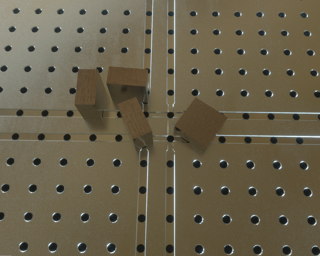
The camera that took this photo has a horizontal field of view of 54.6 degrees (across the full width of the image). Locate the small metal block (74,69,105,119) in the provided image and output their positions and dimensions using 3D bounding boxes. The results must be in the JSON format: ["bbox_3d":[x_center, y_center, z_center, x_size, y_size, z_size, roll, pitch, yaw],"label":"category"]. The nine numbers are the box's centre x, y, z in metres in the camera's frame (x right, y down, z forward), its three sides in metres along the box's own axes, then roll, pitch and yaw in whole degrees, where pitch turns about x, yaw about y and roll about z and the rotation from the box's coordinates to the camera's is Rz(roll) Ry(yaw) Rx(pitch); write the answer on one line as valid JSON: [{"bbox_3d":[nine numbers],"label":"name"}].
[{"bbox_3d":[-0.093,-0.044,0.414,0.025,0.050,0.050,0,70,0],"label":"small metal block"}]

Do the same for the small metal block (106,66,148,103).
[{"bbox_3d":[-0.042,-0.058,0.419,0.050,0.050,0.025,5,70,2],"label":"small metal block"}]

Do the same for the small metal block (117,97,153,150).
[{"bbox_3d":[-0.031,-0.004,0.400,0.025,0.050,0.050,-23,72,-8],"label":"small metal block"}]

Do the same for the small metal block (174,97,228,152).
[{"bbox_3d":[0.053,-0.004,0.414,0.050,0.025,0.050,34,73,11],"label":"small metal block"}]
